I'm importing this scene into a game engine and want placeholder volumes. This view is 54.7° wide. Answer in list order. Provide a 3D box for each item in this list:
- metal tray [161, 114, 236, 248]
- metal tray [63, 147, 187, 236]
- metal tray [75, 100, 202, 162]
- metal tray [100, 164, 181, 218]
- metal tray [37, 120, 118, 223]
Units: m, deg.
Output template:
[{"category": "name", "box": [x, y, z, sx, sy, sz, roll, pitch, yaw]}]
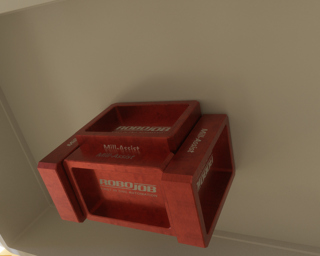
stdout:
[{"category": "metal tray", "box": [0.050, 0.051, 0.343, 0.030, 0.131, 0.089, 1, 119, 28]}, {"category": "metal tray", "box": [-0.039, 0.069, 0.350, 0.130, 0.030, 0.089, 1, 119, 27]}, {"category": "metal tray", "box": [-0.024, 0.000, 0.376, 0.130, 0.090, 0.030, 1, 119, 28]}, {"category": "metal tray", "box": [-0.005, 0.079, 0.414, 0.130, 0.090, 0.030, 0, 118, 28]}, {"category": "metal tray", "box": [-0.093, 0.050, 0.419, 0.030, 0.131, 0.089, 1, 119, 28]}]
